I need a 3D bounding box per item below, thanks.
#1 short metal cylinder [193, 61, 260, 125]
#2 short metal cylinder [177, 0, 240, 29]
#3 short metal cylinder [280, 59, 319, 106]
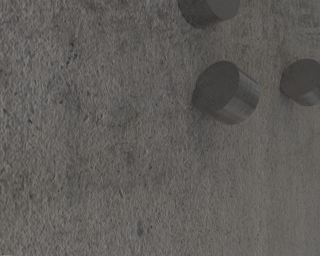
[{"bbox_3d":[0.095,-0.050,0.448,0.050,0.080,0.080,24,75,-38],"label":"short metal cylinder"},{"bbox_3d":[0.071,-0.190,0.447,0.081,0.050,0.080,0,90,-40],"label":"short metal cylinder"},{"bbox_3d":[0.287,-0.089,0.609,0.050,0.080,0.080,26,74,-37],"label":"short metal cylinder"}]
